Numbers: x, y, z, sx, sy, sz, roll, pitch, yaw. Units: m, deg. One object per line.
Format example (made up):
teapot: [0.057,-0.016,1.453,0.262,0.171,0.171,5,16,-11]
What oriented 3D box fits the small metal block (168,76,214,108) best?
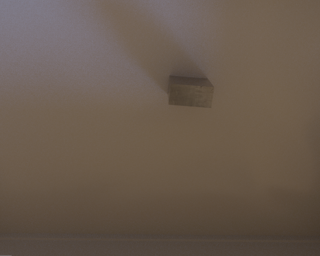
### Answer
small metal block: [0.036,-0.046,0.381,0.050,0.050,0.025,4,110,-2]
